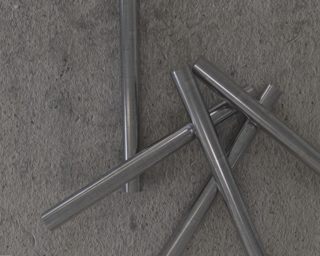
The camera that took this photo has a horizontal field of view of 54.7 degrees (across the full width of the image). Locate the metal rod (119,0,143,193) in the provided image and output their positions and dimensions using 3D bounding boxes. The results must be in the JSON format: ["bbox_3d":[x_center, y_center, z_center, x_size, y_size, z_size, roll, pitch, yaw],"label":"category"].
[{"bbox_3d":[-0.039,-0.066,0.409,0.025,0.025,0.298,-2,90,0],"label":"metal rod"}]

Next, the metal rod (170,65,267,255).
[{"bbox_3d":[0.082,0.066,0.384,0.025,0.025,0.299,-24,101,0],"label":"metal rod"}]

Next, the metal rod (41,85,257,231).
[{"bbox_3d":[-0.006,0.032,0.388,0.301,0.025,0.025,-32,90,-9],"label":"metal rod"}]

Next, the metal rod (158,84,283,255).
[{"bbox_3d":[0.071,0.075,0.410,0.025,0.025,0.299,32,90,0],"label":"metal rod"}]

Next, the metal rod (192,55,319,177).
[{"bbox_3d":[0.160,0.012,0.390,0.301,0.025,0.025,37,90,-8],"label":"metal rod"}]
